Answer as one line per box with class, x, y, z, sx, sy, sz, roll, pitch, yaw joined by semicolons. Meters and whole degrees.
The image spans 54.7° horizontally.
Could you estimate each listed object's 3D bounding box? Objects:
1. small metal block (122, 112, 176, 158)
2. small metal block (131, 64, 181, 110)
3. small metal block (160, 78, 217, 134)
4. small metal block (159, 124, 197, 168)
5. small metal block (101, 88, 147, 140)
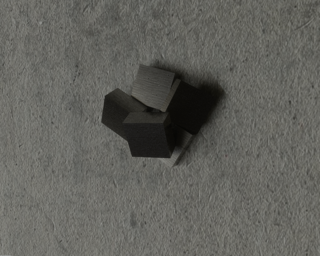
small metal block;-0.012;0.008;0.375;0.050;0.025;0.050;0;123;19
small metal block;-0.006;-0.053;0.412;0.050;0.025;0.050;18;96;18
small metal block;0.034;-0.028;0.386;0.050;0.025;0.050;24;99;-16
small metal block;0.011;0.016;0.406;0.050;0.025;0.050;34;101;16
small metal block;-0.049;-0.017;0.414;0.050;0.025;0.050;35;137;15
